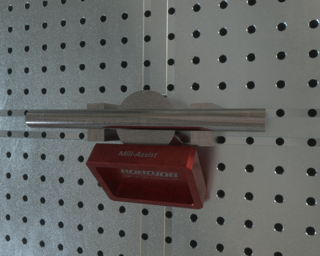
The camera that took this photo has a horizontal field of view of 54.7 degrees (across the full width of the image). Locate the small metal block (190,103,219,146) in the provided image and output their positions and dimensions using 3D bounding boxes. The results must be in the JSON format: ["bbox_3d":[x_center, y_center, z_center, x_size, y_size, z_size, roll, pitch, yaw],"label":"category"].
[{"bbox_3d":[0.056,-0.004,0.380,0.025,0.050,0.050,-1,90,20],"label":"small metal block"}]

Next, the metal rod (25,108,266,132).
[{"bbox_3d":[-0.033,-0.010,0.371,0.301,0.025,0.025,1,90,20],"label":"metal rod"}]

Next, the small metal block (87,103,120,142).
[{"bbox_3d":[-0.075,-0.007,0.426,0.025,0.050,0.050,-1,90,20],"label":"small metal block"}]

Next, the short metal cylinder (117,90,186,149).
[{"bbox_3d":[-0.010,-0.007,0.402,0.080,0.050,0.080,0,90,20],"label":"short metal cylinder"}]

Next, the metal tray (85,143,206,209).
[{"bbox_3d":[-0.015,0.060,0.385,0.130,0.090,0.030,1,47,20],"label":"metal tray"}]
